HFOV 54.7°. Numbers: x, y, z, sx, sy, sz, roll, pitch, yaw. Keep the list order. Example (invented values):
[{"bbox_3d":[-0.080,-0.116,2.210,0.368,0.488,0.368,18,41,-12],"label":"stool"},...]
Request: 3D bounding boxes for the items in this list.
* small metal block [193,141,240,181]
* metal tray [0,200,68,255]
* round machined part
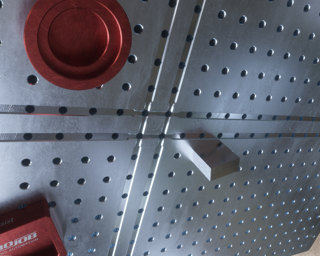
[{"bbox_3d":[0.085,0.049,0.475,0.050,0.050,0.025,-16,125,-20],"label":"small metal block"},{"bbox_3d":[-0.197,0.156,0.397,0.131,0.030,0.089,-19,126,-18],"label":"metal tray"},{"bbox_3d":[-0.081,-0.090,0.301,0.099,0.042,0.097,-14,125,-21],"label":"round machined part"}]
